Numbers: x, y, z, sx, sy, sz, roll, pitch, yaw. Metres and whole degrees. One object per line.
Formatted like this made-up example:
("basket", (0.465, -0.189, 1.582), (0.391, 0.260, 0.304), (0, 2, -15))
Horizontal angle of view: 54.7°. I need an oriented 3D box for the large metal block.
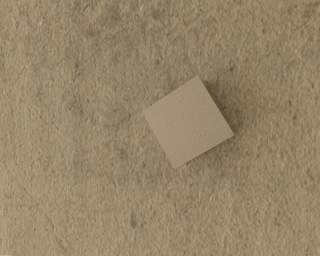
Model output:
("large metal block", (0.039, -0.006, 0.382), (0.080, 0.050, 0.080), (-32, 80, 17))
